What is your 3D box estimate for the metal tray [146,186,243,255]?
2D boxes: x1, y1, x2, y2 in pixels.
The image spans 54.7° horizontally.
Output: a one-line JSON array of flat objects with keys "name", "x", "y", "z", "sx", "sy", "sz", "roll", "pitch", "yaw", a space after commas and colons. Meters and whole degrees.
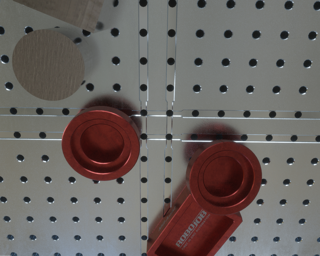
[{"name": "metal tray", "x": 0.049, "y": 0.156, "z": 0.468, "sx": 0.090, "sy": 0.030, "sz": 0.129, "roll": 29, "pitch": 107, "yaw": -11}]

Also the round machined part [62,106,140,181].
[{"name": "round machined part", "x": -0.075, "y": 0.017, "z": 0.410, "sx": 0.099, "sy": 0.042, "sz": 0.097, "roll": 0, "pitch": 110, "yaw": 0}]

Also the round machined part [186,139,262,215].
[{"name": "round machined part", "x": 0.083, "y": 0.063, "z": 0.419, "sx": 0.099, "sy": 0.042, "sz": 0.097, "roll": -1, "pitch": 96, "yaw": -9}]

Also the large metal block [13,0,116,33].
[{"name": "large metal block", "x": -0.094, "y": -0.143, "z": 0.330, "sx": 0.080, "sy": 0.080, "sz": 0.050, "roll": 21, "pitch": 109, "yaw": -8}]

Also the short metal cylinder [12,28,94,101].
[{"name": "short metal cylinder", "x": -0.125, "y": -0.078, "z": 0.370, "sx": 0.081, "sy": 0.050, "sz": 0.079, "roll": 0, "pitch": 110, "yaw": 0}]
